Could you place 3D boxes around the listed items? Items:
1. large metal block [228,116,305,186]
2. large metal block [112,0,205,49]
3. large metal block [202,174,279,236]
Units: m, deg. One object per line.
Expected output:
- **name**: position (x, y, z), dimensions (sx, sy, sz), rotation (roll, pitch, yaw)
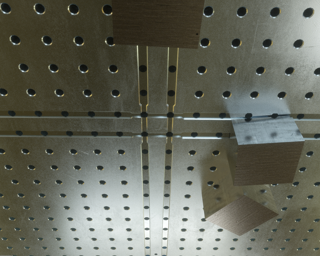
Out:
- **large metal block**: position (0.140, 0.032, 0.424), dimensions (0.080, 0.050, 0.080), rotation (-4, 130, 3)
- **large metal block**: position (-0.002, -0.124, 0.289), dimensions (0.080, 0.050, 0.080), rotation (2, 130, -2)
- **large metal block**: position (0.127, 0.122, 0.500), dimensions (0.080, 0.050, 0.080), rotation (31, 123, -24)
